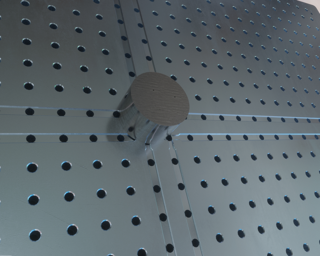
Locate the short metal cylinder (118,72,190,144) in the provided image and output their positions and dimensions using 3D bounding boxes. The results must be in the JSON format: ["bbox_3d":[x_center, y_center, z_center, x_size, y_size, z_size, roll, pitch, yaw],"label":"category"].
[{"bbox_3d":[-0.009,-0.026,0.405,0.081,0.050,0.080,14,56,-21],"label":"short metal cylinder"}]
